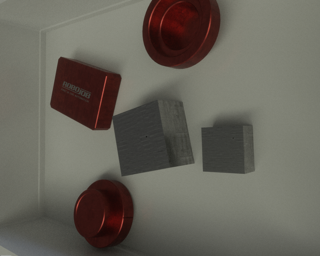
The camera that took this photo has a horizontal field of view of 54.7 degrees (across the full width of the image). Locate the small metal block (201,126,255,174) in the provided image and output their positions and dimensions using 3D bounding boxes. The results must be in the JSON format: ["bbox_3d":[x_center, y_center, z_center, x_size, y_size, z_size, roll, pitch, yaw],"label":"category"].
[{"bbox_3d":[0.075,0.023,0.344,0.050,0.025,0.050,-3,88,39],"label":"small metal block"}]

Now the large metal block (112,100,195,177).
[{"bbox_3d":[-0.010,0.015,0.397,0.080,0.050,0.080,-17,80,38],"label":"large metal block"}]

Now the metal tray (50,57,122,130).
[{"bbox_3d":[-0.125,-0.058,0.504,0.130,0.030,0.089,24,105,37],"label":"metal tray"}]

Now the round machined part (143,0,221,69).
[{"bbox_3d":[0.029,-0.119,0.370,0.098,0.042,0.097,0,90,39],"label":"round machined part"}]

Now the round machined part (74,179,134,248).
[{"bbox_3d":[-0.089,0.125,0.455,0.098,0.042,0.098,-11,71,37],"label":"round machined part"}]
